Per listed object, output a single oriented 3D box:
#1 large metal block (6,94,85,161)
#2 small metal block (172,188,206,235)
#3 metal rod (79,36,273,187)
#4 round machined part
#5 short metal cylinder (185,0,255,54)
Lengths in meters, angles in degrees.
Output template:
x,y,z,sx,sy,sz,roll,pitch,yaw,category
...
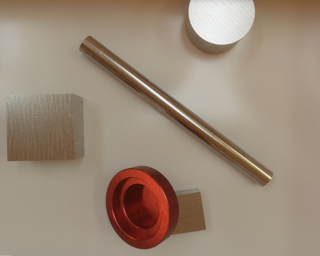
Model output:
x,y,z,sx,sy,sz,roll,pitch,yaw,category
-0.144,-0.001,0.397,0.081,0.050,0.079,-1,90,-1,large metal block
0.031,0.111,0.412,0.050,0.025,0.050,-9,90,-1,small metal block
0.022,-0.022,0.411,0.301,0.025,0.025,37,90,-1,metal rod
-0.018,0.096,0.388,0.098,0.042,0.097,3,95,34,round machined part
0.075,-0.141,0.400,0.081,0.050,0.079,0,90,-1,short metal cylinder
